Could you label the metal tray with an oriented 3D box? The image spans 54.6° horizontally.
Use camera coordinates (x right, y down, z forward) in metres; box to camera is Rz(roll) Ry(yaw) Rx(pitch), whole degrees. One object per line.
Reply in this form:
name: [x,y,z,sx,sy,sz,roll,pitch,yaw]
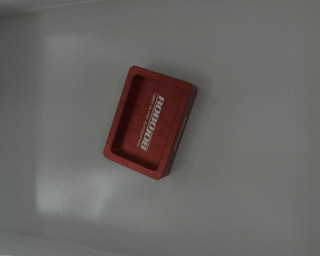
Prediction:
metal tray: [-0.014,-0.008,0.413,0.090,0.030,0.129,21,97,18]
